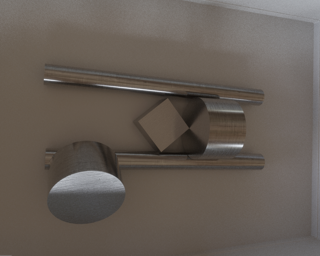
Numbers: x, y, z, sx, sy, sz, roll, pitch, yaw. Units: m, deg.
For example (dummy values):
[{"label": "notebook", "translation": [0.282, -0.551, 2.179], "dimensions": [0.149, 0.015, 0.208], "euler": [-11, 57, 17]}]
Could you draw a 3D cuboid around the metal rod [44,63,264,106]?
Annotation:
[{"label": "metal rod", "translation": [0.007, -0.054, 0.412], "dimensions": [0.302, 0.025, 0.025], "euler": [3, 89, -21]}]

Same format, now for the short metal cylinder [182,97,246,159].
[{"label": "short metal cylinder", "translation": [0.068, 0.001, 0.406], "dimensions": [0.050, 0.080, 0.079], "euler": [2, 90, -20]}]

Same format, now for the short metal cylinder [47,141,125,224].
[{"label": "short metal cylinder", "translation": [-0.083, 0.061, 0.347], "dimensions": [0.081, 0.050, 0.079], "euler": [-9, 127, -12]}]

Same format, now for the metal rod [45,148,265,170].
[{"label": "metal rod", "translation": [0.008, 0.043, 0.412], "dimensions": [0.303, 0.025, 0.025], "euler": [3, 89, -21]}]

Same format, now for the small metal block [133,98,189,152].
[{"label": "small metal block", "translation": [0.002, -0.004, 0.410], "dimensions": [0.050, 0.025, 0.050], "euler": [-40, 103, -16]}]
